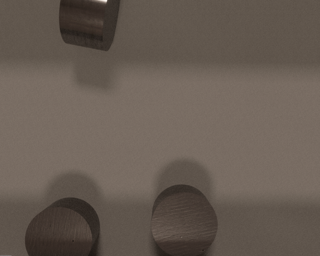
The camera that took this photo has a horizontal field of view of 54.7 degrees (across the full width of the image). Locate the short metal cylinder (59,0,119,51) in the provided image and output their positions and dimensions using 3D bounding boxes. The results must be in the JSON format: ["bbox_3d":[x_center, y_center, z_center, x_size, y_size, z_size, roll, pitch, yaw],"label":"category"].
[{"bbox_3d":[-0.085,-0.140,0.383,0.050,0.080,0.080,11,90,0],"label":"short metal cylinder"}]

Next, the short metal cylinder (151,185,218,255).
[{"bbox_3d":[0.030,0.117,0.399,0.081,0.050,0.079,0,90,-1],"label":"short metal cylinder"}]

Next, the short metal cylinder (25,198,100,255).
[{"bbox_3d":[-0.122,0.135,0.397,0.081,0.050,0.079,0,90,-1],"label":"short metal cylinder"}]
